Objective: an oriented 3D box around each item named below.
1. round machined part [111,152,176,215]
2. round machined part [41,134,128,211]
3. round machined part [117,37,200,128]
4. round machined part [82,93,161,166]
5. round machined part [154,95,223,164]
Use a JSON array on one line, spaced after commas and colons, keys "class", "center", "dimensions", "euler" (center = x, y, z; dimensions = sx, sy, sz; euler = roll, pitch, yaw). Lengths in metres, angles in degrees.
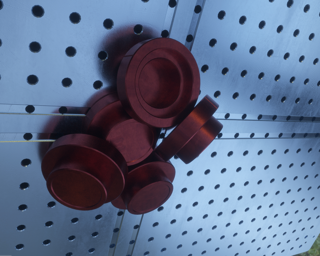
[{"class": "round machined part", "center": [-0.021, 0.081, 0.424], "dimensions": [0.099, 0.042, 0.097], "euler": [-20, 139, -18]}, {"class": "round machined part", "center": [-0.090, 0.058, 0.357], "dimensions": [0.099, 0.042, 0.097], "euler": [4, 127, 6]}, {"class": "round machined part", "center": [-0.005, -0.051, 0.353], "dimensions": [0.099, 0.042, 0.097], "euler": [-6, 101, -33]}, {"class": "round machined part", "center": [-0.042, 0.008, 0.382], "dimensions": [0.099, 0.042, 0.097], "euler": [-14, 125, -21]}, {"class": "round machined part", "center": [0.041, 0.007, 0.391], "dimensions": [0.042, 0.098, 0.098], "euler": [43, 95, 2]}]
